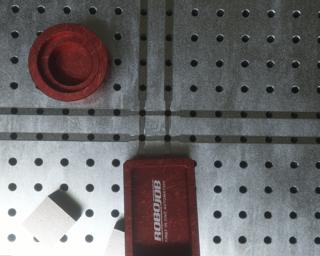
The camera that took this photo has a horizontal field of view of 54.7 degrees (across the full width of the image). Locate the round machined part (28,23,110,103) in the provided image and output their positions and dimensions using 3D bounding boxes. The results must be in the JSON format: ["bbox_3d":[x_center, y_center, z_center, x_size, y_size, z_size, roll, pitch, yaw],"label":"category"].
[{"bbox_3d":[-0.114,-0.082,0.403,0.099,0.042,0.097,0,90,-1],"label":"round machined part"}]

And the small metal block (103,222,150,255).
[{"bbox_3d":[-0.045,0.162,0.413,0.050,0.025,0.050,21,90,-1],"label":"small metal block"}]

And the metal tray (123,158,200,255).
[{"bbox_3d":[0.000,0.105,0.395,0.091,0.030,0.129,-2,79,-5],"label":"metal tray"}]

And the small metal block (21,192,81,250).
[{"bbox_3d":[-0.144,0.123,0.412,0.050,0.025,0.050,43,90,-1],"label":"small metal block"}]
